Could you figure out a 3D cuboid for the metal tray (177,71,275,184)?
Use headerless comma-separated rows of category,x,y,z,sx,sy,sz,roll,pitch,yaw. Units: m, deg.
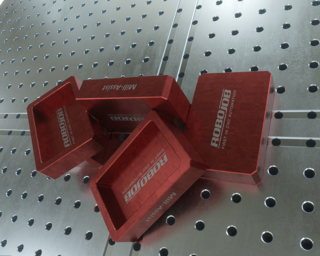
metal tray,0.079,-0.005,0.365,0.090,0.030,0.130,3,63,29

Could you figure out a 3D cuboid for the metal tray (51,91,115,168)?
metal tray,-0.116,-0.007,0.468,0.090,0.030,0.130,-1,62,27

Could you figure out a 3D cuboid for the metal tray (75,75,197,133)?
metal tray,-0.029,-0.026,0.395,0.130,0.090,0.030,2,63,28

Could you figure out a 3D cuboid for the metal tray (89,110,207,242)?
metal tray,-0.020,0.055,0.356,0.130,0.030,0.090,-48,50,16

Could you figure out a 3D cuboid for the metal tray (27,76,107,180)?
metal tray,-0.135,-0.004,0.436,0.090,0.030,0.130,-32,52,6
